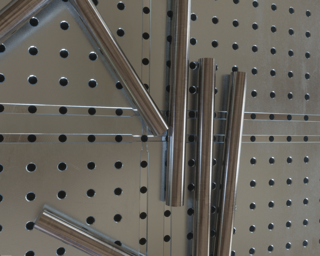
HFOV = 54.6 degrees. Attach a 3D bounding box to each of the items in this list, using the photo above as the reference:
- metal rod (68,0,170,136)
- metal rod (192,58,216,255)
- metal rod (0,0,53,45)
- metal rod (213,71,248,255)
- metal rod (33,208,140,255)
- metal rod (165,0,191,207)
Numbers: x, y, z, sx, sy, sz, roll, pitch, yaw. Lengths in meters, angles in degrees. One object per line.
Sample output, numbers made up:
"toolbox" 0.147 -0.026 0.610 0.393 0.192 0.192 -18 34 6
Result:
"metal rod" -0.075 -0.120 0.384 0.025 0.025 0.299 -35 102 -16
"metal rod" 0.061 0.053 0.434 0.025 0.025 0.298 2 89 -20
"metal rod" -0.166 -0.113 0.333 0.300 0.025 0.025 -45 104 -8
"metal rod" 0.101 0.068 0.449 0.025 0.025 0.299 7 88 -20
"metal rod" -0.022 0.185 0.404 0.301 0.025 0.025 34 79 -17
"metal rod" 0.025 -0.046 0.421 0.025 0.025 0.298 2 89 -20
